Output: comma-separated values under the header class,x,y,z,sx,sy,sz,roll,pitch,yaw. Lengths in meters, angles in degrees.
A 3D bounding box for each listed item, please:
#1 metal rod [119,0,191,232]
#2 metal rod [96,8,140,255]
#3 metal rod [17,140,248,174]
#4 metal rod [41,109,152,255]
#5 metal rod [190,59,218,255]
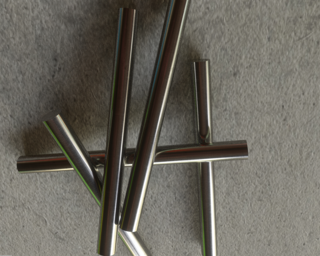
class,x,y,z,sx,sy,sz,roll,pitch,yaw
metal rod,-0.006,-0.020,0.370,0.025,0.025,0.298,12,97,-5
metal rod,-0.053,0.011,0.378,0.025,0.025,0.298,6,97,-3
metal rod,-0.041,0.039,0.407,0.302,0.025,0.025,-5,110,7
metal rod,-0.069,0.104,0.420,0.025,0.025,0.299,-20,119,7
metal rod,0.063,0.056,0.431,0.025,0.025,0.298,-5,110,1
